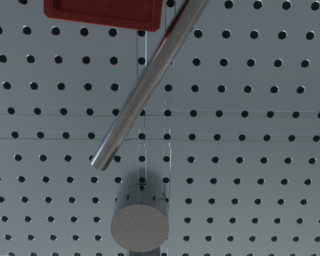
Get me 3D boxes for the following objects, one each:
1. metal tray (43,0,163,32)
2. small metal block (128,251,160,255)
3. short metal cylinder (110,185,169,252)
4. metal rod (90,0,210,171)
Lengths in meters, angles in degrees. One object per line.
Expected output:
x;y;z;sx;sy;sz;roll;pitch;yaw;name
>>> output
-0.060;-0.163;0.349;0.131;0.030;0.089;7;110;-3;metal tray
-0.030;0.225;0.496;0.050;0.025;0.050;14;109;-6;small metal block
-0.028;0.130;0.448;0.081;0.050;0.079;0;110;-1;short metal cylinder
-0.008;-0.069;0.387;0.025;0.025;0.298;30;107;-11;metal rod
